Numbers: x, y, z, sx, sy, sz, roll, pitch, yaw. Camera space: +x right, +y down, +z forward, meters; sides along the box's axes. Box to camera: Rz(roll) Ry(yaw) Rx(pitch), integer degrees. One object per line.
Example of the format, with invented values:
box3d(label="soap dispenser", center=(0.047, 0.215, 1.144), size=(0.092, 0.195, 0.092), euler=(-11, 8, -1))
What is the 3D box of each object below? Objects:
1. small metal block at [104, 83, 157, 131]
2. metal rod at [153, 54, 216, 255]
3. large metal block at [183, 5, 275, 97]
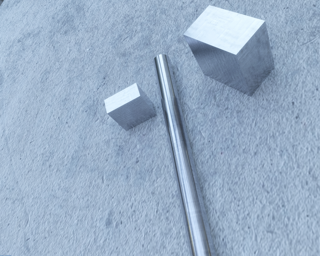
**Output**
box3d(label="small metal block", center=(-0.040, -0.028, 0.426), size=(0.050, 0.050, 0.025), euler=(-27, 53, 11))
box3d(label="metal rod", center=(0.024, 0.020, 0.379), size=(0.025, 0.025, 0.299), euler=(-21, 54, 16))
box3d(label="large metal block", center=(0.086, -0.094, 0.381), size=(0.080, 0.080, 0.050), euler=(35, 82, 38))
